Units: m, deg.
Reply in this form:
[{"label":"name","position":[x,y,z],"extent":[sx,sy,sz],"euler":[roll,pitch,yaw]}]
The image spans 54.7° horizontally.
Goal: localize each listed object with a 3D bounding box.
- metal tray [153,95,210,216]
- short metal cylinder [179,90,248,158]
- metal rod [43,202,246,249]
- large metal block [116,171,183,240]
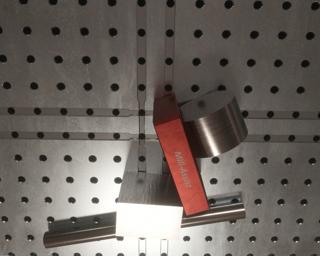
[{"label":"metal tray","position":[0.026,0.032,0.390],"extent":[0.030,0.090,0.129],"euler":[-17,109,6]},{"label":"short metal cylinder","position":[0.061,-0.006,0.383],"extent":[0.080,0.080,0.050],"euler":[-22,109,7]},{"label":"metal rod","position":[-0.025,0.146,0.467],"extent":[0.302,0.025,0.025],"euler":[-10,110,3]},{"label":"large metal block","position":[-0.014,0.102,0.422],"extent":[0.081,0.080,0.050],"euler":[5,110,-2]}]
